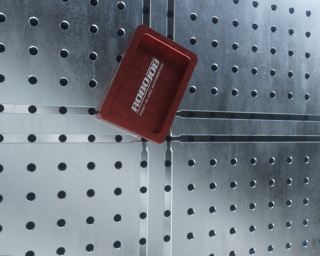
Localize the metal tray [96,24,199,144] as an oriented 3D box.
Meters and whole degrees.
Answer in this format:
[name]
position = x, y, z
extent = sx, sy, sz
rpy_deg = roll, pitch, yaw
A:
[metal tray]
position = -0.015, -0.055, 0.403
extent = 0.090, 0.030, 0.130
rpy_deg = 25, 82, -18
